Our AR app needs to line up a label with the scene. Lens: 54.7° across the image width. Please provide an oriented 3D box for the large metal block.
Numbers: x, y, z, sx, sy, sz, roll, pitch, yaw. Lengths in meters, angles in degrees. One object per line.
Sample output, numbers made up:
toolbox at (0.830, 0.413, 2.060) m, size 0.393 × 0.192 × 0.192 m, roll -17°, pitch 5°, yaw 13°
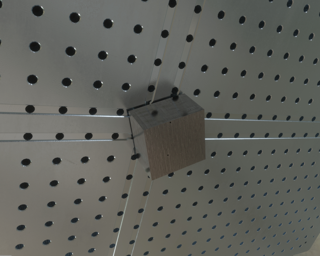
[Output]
large metal block at (0.011, 0.011, 0.406) m, size 0.081 × 0.050 × 0.079 m, roll -19°, pitch 126°, yaw -18°
